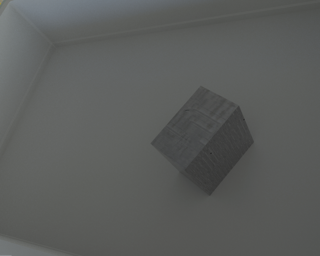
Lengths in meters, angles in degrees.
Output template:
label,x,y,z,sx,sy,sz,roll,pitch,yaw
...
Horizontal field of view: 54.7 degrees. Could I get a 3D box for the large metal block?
label,x,y,z,sx,sy,sz,roll,pitch,yaw
large metal block,0.049,0.016,0.334,0.080,0.080,0.050,-49,52,-7
